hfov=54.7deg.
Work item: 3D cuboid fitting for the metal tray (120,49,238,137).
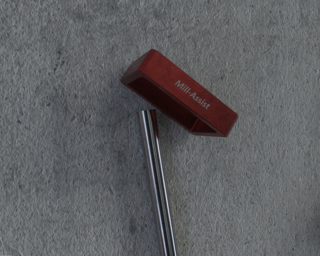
[{"bbox_3d":[0.021,-0.037,0.383,0.130,0.090,0.030,35,79,-17],"label":"metal tray"}]

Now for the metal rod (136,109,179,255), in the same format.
[{"bbox_3d":[0.005,0.124,0.412,0.025,0.025,0.298,-10,94,-20],"label":"metal rod"}]
